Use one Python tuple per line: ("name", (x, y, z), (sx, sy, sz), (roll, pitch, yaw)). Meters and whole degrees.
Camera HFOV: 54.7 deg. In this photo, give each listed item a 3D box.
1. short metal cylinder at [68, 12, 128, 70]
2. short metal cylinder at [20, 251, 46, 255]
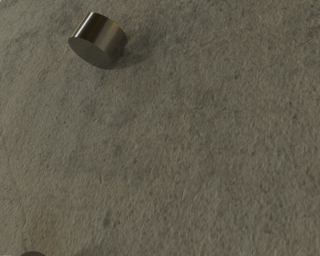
("short metal cylinder", (-0.100, -0.140, 0.505), (0.080, 0.080, 0.050), (15, 70, 34))
("short metal cylinder", (-0.149, 0.183, 0.333), (0.050, 0.080, 0.080), (-31, 52, 8))
